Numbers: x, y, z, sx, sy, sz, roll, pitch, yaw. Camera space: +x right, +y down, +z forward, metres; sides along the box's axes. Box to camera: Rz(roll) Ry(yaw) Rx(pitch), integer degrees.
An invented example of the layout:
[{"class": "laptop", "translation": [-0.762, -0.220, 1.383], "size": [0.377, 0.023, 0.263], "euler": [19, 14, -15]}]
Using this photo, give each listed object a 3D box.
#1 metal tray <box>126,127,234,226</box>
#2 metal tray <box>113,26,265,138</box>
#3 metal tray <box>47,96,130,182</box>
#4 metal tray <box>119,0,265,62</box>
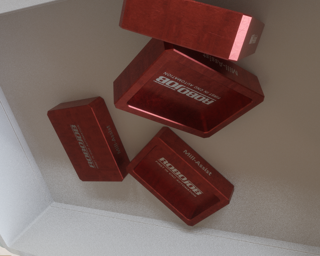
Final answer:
[{"class": "metal tray", "translation": [0.026, 0.071, 0.435], "size": [0.130, 0.030, 0.090], "euler": [42, 129, -1]}, {"class": "metal tray", "translation": [0.030, -0.037, 0.317], "size": [0.131, 0.030, 0.090], "euler": [19, 139, -34]}, {"class": "metal tray", "translation": [-0.106, 0.021, 0.475], "size": [0.090, 0.030, 0.129], "euler": [-6, 116, 30]}, {"class": "metal tray", "translation": [0.036, -0.088, 0.265], "size": [0.090, 0.131, 0.030], "euler": [21, 112, 16]}]
